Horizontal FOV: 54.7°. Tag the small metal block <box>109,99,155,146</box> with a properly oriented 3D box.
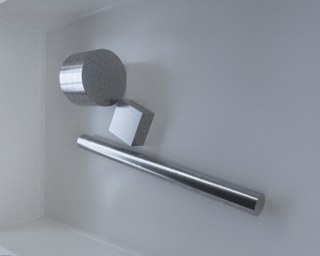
[{"bbox_3d":[-0.041,-0.008,0.438,0.050,0.025,0.050,32,110,35],"label":"small metal block"}]

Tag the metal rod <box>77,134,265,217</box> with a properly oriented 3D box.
[{"bbox_3d":[-0.011,0.051,0.413,0.300,0.025,0.025,14,99,38],"label":"metal rod"}]

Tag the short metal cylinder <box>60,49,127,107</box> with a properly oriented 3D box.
[{"bbox_3d":[-0.095,-0.071,0.447,0.050,0.081,0.079,4,92,40],"label":"short metal cylinder"}]
